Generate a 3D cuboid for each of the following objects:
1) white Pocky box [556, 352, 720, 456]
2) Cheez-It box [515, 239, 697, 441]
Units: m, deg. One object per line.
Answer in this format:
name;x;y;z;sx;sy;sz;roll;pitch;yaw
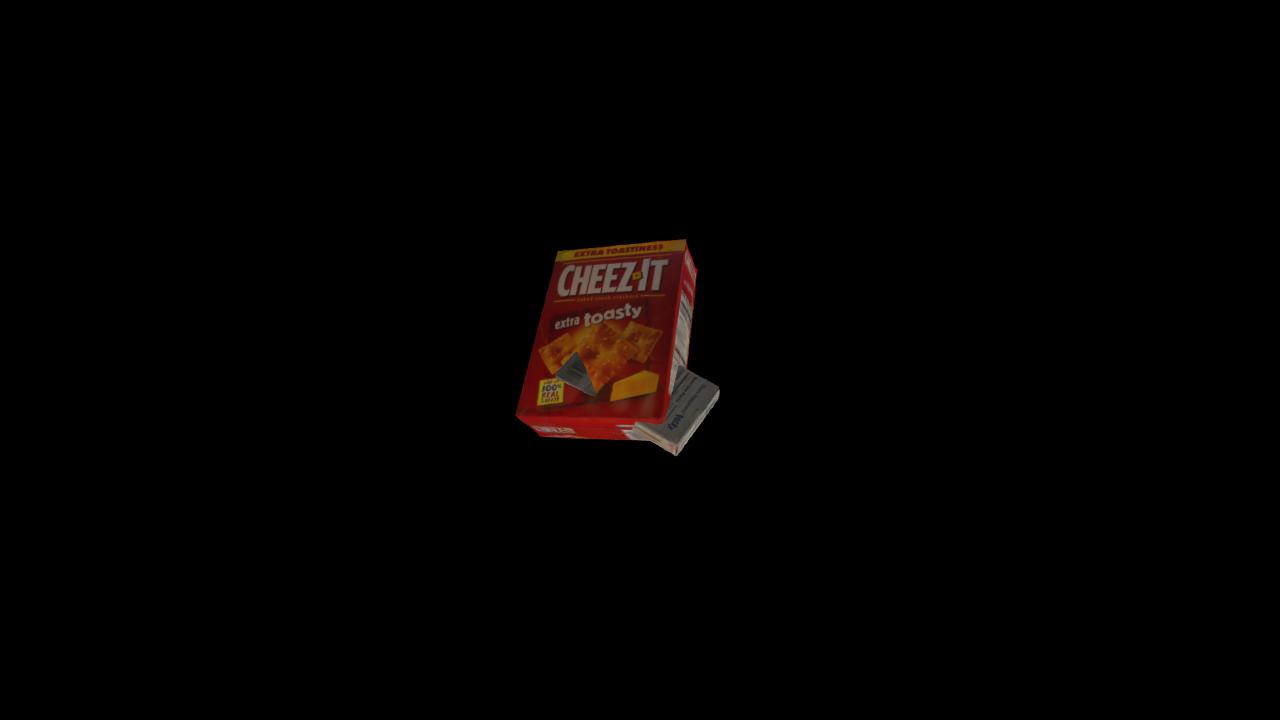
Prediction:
white Pocky box;-0.004;0.027;0.640;0.154;0.084;0.028;29;-30;21
Cheez-It box;-0.030;-0.024;0.690;0.166;0.223;0.071;0;-28;19
